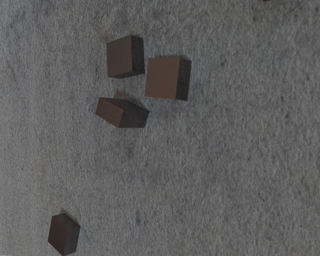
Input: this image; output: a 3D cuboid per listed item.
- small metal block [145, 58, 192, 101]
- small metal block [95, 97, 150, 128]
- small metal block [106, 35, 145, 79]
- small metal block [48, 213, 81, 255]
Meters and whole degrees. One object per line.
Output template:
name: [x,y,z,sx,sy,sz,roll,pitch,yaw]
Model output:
small metal block: [0.010,-0.062,0.395,0.050,0.025,0.050,10,97,39]
small metal block: [-0.052,-0.021,0.429,0.050,0.050,0.025,28,108,36]
small metal block: [-0.050,-0.100,0.444,0.050,0.025,0.050,-4,87,39]
small metal block: [-0.168,0.185,0.540,0.050,0.025,0.050,21,103,37]
